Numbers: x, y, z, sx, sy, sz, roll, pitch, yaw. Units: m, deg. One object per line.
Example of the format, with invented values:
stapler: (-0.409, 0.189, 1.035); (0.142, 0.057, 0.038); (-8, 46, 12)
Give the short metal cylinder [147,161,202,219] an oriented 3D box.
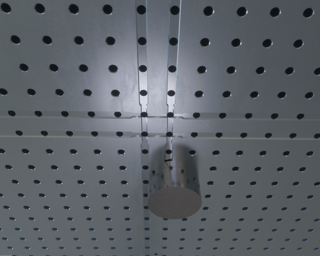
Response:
short metal cylinder: (0.022, 0.096, 0.477); (0.080, 0.050, 0.080); (0, 130, 0)
